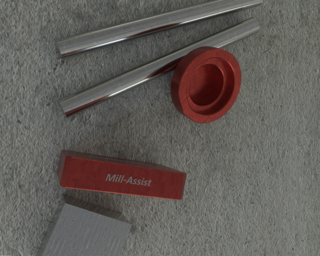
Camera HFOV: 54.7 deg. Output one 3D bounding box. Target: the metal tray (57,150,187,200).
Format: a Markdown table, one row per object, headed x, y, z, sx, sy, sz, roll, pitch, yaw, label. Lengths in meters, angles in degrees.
| x | y | z | sx | sy | sz | roll | pitch | yaw | label |
| --- | --- | --- | --- | --- | --- | --- | --- | --- | --- |
| -0.047 | 0.053 | 0.357 | 0.131 | 0.090 | 0.030 | 11 | 87 | -20 | metal tray |

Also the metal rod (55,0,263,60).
| x | y | z | sx | sy | sz | roll | pitch | yaw | label |
| --- | --- | --- | --- | --- | --- | --- | --- | --- | --- |
| 0.013 | -0.144 | 0.414 | 0.302 | 0.025 | 0.025 | -21 | 98 | -19 | metal rod |

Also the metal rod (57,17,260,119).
| x | y | z | sx | sy | sz | roll | pitch | yaw | label |
| --- | --- | --- | --- | --- | --- | --- | --- | --- | --- |
| 0.012 | -0.087 | 0.414 | 0.302 | 0.025 | 0.025 | -27 | 99 | -18 | metal rod |

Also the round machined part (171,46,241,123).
| x | y | z | sx | sy | sz | roll | pitch | yaw | label |
| --- | --- | --- | --- | --- | --- | --- | --- | --- | --- |
| 0.056 | -0.059 | 0.410 | 0.099 | 0.042 | 0.097 | -12 | 116 | -26 | round machined part |

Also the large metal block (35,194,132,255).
| x | y | z | sx | sy | sz | roll | pitch | yaw | label |
| --- | --- | --- | --- | --- | --- | --- | --- | --- | --- |
| -0.091 | 0.133 | 0.363 | 0.080 | 0.050 | 0.080 | 25 | 82 | -19 | large metal block |
